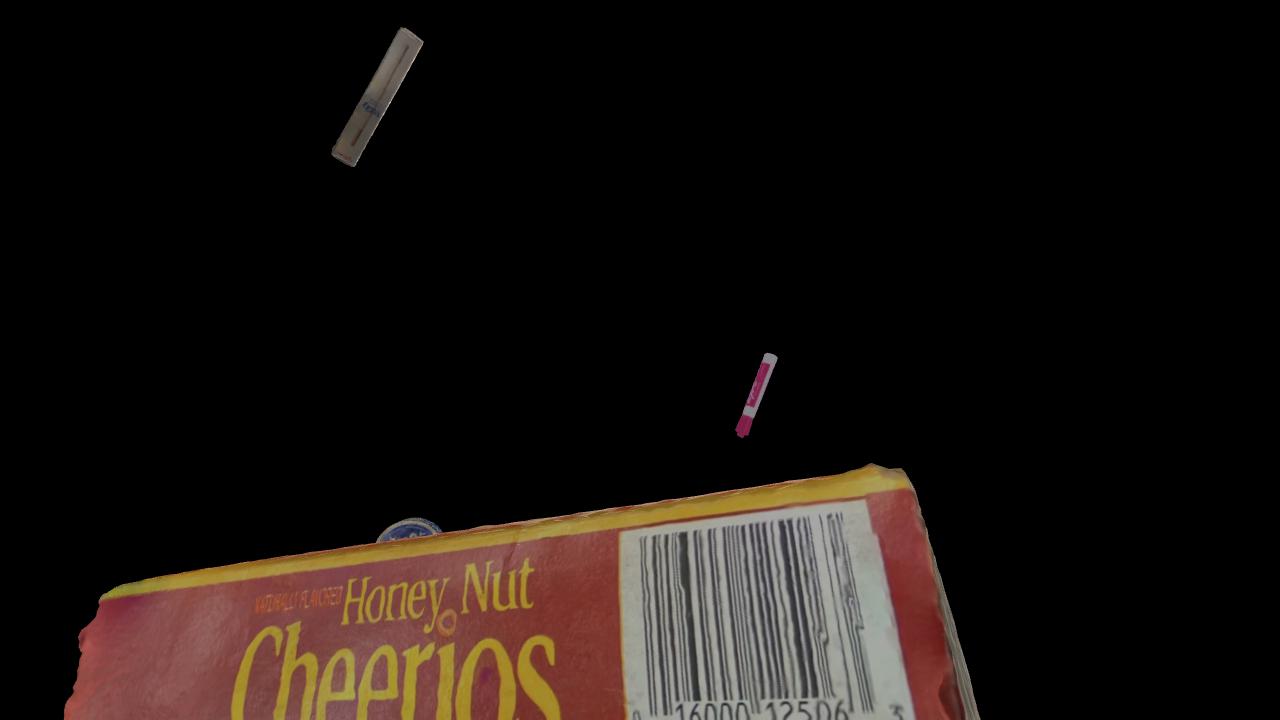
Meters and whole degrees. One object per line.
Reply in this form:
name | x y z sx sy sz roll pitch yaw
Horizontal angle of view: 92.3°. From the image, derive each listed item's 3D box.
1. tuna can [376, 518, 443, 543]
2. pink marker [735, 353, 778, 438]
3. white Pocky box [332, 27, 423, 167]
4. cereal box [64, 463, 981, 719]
tuna can | -0.284 0.239 0.763 0.084 0.084 0.034 0 -6 -8
pink marker | 0.156 0.048 0.828 0.020 0.121 0.020 23 -13 6
white Pocky box | -0.290 -0.293 0.682 0.028 0.154 0.084 29 16 -30
cereal box | 0.013 0.119 0.238 0.203 0.081 0.306 -14 -25 21
